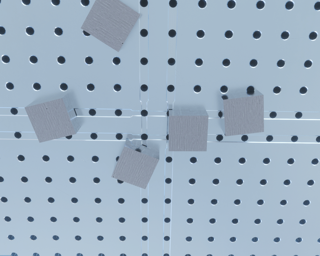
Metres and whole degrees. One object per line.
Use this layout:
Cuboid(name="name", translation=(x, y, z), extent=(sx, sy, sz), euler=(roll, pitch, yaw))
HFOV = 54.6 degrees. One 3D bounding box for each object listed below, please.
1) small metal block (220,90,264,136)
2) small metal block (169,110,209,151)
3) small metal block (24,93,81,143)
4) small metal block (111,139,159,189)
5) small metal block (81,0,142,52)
Cuboid(name="small metal block", translation=(0.107, -0.019, 0.407), extent=(0.050, 0.025, 0.050), euler=(-7, 110, 2))
Cuboid(name="small metal block", translation=(0.037, 0.003, 0.415), extent=(0.050, 0.025, 0.050), euler=(0, 110, 0))
Cuboid(name="small metal block", translation=(-0.140, -0.013, 0.407), extent=(0.050, 0.025, 0.050), euler=(-14, 110, 5))
Cuboid(name="small metal block", translation=(-0.034, 0.050, 0.432), extent=(0.050, 0.025, 0.050), euler=(22, 109, -8))
Cuboid(name="small metal block", translation=(-0.057, -0.126, 0.366), extent=(0.050, 0.025, 0.050), euler=(31, 107, -11))
